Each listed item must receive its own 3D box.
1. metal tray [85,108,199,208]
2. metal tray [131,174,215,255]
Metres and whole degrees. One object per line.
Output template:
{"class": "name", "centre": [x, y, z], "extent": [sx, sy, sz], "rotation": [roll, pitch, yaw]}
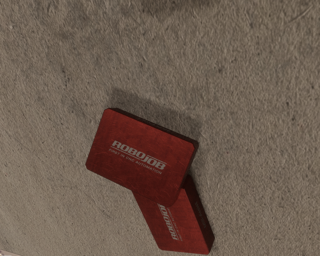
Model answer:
{"class": "metal tray", "centre": [-0.025, 0.036, 0.413], "extent": [0.130, 0.030, 0.089], "rotation": [23, 99, 14]}
{"class": "metal tray", "centre": [0.021, 0.132, 0.473], "extent": [0.090, 0.030, 0.129], "rotation": [-8, 115, 31]}
